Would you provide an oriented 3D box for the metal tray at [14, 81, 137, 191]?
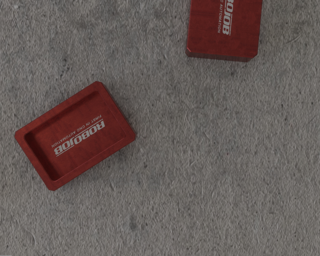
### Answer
[{"bbox_3d":[-0.108,0.010,0.406,0.130,0.030,0.090,-33,90,0],"label":"metal tray"}]

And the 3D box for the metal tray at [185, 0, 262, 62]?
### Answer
[{"bbox_3d":[0.085,-0.157,0.408,0.091,0.030,0.129,5,90,0],"label":"metal tray"}]
